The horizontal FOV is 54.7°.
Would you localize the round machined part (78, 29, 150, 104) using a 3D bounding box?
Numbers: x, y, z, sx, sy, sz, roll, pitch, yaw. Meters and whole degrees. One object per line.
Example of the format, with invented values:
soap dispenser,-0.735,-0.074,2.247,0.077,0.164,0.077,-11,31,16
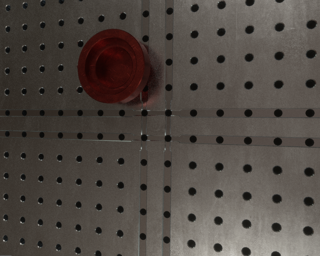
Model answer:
round machined part,-0.059,-0.081,0.423,0.098,0.042,0.097,0,90,19
